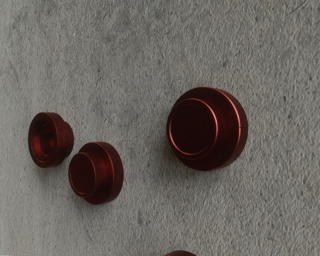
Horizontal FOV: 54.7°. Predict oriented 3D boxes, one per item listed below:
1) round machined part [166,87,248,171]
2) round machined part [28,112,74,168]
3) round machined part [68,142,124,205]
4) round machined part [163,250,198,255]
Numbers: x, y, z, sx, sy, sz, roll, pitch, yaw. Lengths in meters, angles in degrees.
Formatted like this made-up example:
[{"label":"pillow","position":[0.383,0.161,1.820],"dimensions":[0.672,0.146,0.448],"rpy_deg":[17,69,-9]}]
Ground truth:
[{"label":"round machined part","position":[0.046,0.001,0.356],"dimensions":[0.098,0.042,0.097],"rpy_deg":[0,90,40]},{"label":"round machined part","position":[-0.191,0.021,0.552],"dimensions":[0.098,0.042,0.097],"rpy_deg":[0,90,40]},{"label":"round machined part","position":[-0.105,0.071,0.481],"dimensions":[0.098,0.042,0.097],"rpy_deg":[0,90,40]},{"label":"round machined part","position":[0.034,0.194,0.366],"dimensions":[0.098,0.042,0.097],"rpy_deg":[0,90,40]}]
